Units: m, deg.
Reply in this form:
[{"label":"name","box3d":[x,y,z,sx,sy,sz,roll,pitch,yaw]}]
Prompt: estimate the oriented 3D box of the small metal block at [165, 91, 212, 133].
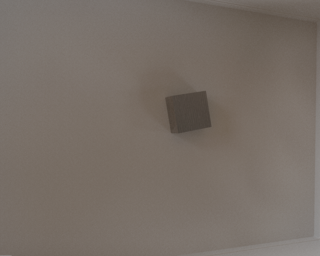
[{"label":"small metal block","box3d":[0.039,-0.022,0.424,0.050,0.025,0.050,-11,94,-20]}]
